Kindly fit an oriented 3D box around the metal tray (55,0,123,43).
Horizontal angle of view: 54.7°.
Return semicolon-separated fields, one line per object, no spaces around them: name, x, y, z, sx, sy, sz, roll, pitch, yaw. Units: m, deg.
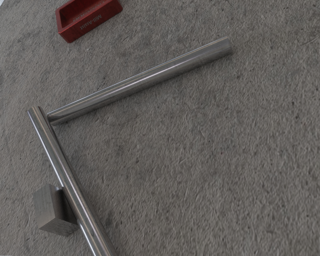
metal tray;-0.145;-0.237;0.622;0.130;0.030;0.090;-28;52;10

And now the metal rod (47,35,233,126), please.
metal rod;-0.040;-0.065;0.464;0.301;0.025;0.025;-20;54;16

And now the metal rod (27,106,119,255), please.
metal rod;-0.121;0.070;0.411;0.025;0.025;0.300;-40;55;1

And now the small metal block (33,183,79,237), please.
small metal block;-0.130;0.105;0.392;0.025;0.050;0.050;-35;52;6
